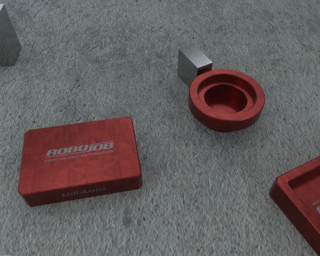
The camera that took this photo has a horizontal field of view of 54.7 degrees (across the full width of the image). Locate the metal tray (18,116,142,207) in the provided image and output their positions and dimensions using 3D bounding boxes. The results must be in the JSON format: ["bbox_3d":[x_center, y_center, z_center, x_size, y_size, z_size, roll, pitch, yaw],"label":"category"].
[{"bbox_3d":[-0.092,0.036,0.369,0.131,0.030,0.090,-8,51,-7],"label":"metal tray"}]

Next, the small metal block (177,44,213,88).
[{"bbox_3d":[0.051,-0.088,0.461,0.025,0.050,0.050,-23,54,-18],"label":"small metal block"}]

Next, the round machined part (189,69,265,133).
[{"bbox_3d":[0.087,-0.033,0.420,0.099,0.042,0.098,0,50,0],"label":"round machined part"}]

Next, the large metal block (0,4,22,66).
[{"bbox_3d":[-0.277,-0.144,0.486,0.081,0.080,0.050,-2,50,-2],"label":"large metal block"}]

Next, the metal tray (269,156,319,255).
[{"bbox_3d":[0.201,0.072,0.340,0.131,0.030,0.090,-21,53,-17],"label":"metal tray"}]
